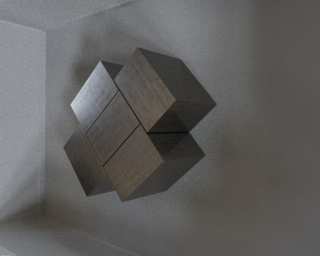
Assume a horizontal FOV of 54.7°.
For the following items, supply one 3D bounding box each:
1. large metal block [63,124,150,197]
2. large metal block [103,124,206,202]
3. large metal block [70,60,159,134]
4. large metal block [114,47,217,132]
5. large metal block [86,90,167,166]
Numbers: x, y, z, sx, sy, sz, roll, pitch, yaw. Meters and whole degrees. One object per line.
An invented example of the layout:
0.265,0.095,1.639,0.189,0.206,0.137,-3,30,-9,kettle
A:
-0.072,0.041,0.427,0.050,0.081,0.080,-48,62,29,large metal block
-0.006,0.040,0.374,0.080,0.081,0.050,-47,62,29,large metal block
-0.058,-0.037,0.415,0.080,0.081,0.050,-47,62,29,large metal block
0.007,-0.042,0.363,0.050,0.081,0.080,-48,62,29,large metal block
-0.032,0.001,0.395,0.080,0.081,0.050,-47,62,29,large metal block
